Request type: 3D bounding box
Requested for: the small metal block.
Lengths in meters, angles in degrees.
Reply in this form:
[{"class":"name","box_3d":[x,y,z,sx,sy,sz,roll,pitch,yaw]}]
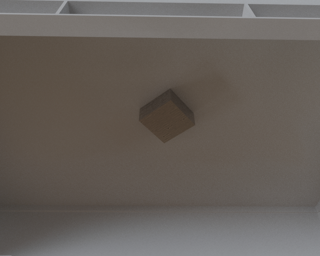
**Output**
[{"class":"small metal block","box_3d":[0.009,-0.014,0.397,0.050,0.025,0.050,-32,123,24]}]
